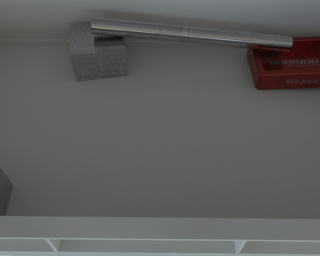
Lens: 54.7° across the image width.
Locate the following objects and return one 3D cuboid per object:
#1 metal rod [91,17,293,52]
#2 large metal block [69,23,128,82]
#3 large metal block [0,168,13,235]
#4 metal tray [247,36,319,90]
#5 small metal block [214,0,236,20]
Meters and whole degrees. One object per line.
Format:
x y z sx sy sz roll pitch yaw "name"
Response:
0.050 -0.141 0.471 0.302 0.025 0.025 4 50 -4 "metal rod"
-0.097 -0.123 0.491 0.081 0.050 0.080 -7 51 -7 "large metal block"
-0.209 0.084 0.316 0.081 0.050 0.080 -3 50 -3 "large metal block"
0.211 -0.103 0.485 0.131 0.030 0.090 -2 50 3 "metal tray"
0.130 -0.247 0.601 0.025 0.050 0.050 21 53 16 "small metal block"
